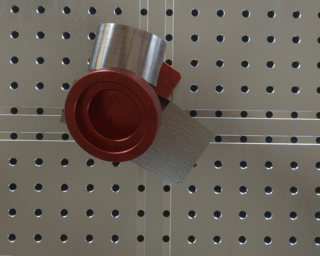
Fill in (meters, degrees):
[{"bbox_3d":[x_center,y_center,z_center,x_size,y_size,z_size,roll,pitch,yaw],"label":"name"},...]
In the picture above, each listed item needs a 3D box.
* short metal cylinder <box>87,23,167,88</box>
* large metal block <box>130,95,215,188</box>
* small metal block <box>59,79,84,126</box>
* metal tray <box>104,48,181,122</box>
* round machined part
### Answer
[{"bbox_3d":[-0.037,-0.080,0.355,0.080,0.080,0.050,13,90,-1],"label":"short metal cylinder"},{"bbox_3d":[0.007,0.015,0.383,0.080,0.050,0.080,34,90,-31],"label":"large metal block"},{"bbox_3d":[-0.091,-0.027,0.368,0.025,0.050,0.050,19,90,0],"label":"small metal block"},{"bbox_3d":[-0.044,-0.040,0.411,0.090,0.030,0.130,35,90,-1],"label":"metal tray"},{"bbox_3d":[-0.046,-0.016,0.330,0.098,0.042,0.097,4,110,10],"label":"round machined part"}]
